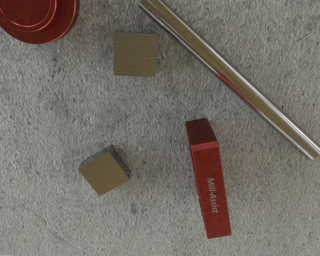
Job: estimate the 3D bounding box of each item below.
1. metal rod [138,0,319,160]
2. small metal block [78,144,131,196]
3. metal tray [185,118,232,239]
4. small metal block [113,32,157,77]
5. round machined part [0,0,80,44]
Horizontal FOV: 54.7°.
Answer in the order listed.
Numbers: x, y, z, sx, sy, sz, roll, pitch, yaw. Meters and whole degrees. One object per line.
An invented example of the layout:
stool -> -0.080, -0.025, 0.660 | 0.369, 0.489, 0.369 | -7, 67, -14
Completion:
metal rod -> 0.097, -0.058, 0.389 | 0.301, 0.025, 0.025 | 39, 105, -14
small metal block -> -0.076, 0.059, 0.431 | 0.050, 0.025, 0.050 | -30, 108, 10
metal tray -> 0.061, 0.062, 0.398 | 0.030, 0.090, 0.129 | -11, 110, 3
small metal block -> -0.029, -0.090, 0.376 | 0.050, 0.025, 0.050 | 2, 110, -1
round machined part -> -0.144, -0.144, 0.346 | 0.099, 0.042, 0.097 | 0, 110, -1
